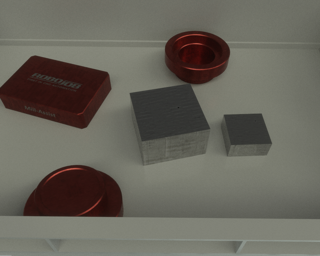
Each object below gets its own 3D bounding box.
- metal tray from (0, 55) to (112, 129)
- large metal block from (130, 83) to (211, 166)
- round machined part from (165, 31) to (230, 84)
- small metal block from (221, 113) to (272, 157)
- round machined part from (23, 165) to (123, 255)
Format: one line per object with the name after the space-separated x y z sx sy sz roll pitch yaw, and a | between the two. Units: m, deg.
-0.148 -0.055 0.446 0.131 0.030 0.090 15 51 11 | metal tray
0.010 -0.006 0.394 0.081 0.050 0.080 -10 51 -9 | large metal block
0.057 -0.106 0.484 0.099 0.042 0.098 0 50 0 | round machined part
0.110 0.009 0.399 0.050 0.025 0.050 -2 50 -2 | small metal block
-0.088 0.076 0.317 0.099 0.042 0.098 1 38 0 | round machined part
